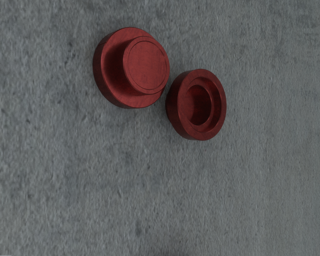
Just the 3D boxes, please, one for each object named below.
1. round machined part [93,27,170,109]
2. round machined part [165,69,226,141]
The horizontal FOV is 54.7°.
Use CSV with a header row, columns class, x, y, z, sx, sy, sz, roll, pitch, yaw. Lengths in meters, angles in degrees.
class,x,y,z,sx,sy,sz,roll,pitch,yaw
round machined part,-0.027,-0.072,0.373,0.099,0.042,0.097,0,90,-40
round machined part,0.046,-0.032,0.435,0.099,0.042,0.097,0,90,-40
